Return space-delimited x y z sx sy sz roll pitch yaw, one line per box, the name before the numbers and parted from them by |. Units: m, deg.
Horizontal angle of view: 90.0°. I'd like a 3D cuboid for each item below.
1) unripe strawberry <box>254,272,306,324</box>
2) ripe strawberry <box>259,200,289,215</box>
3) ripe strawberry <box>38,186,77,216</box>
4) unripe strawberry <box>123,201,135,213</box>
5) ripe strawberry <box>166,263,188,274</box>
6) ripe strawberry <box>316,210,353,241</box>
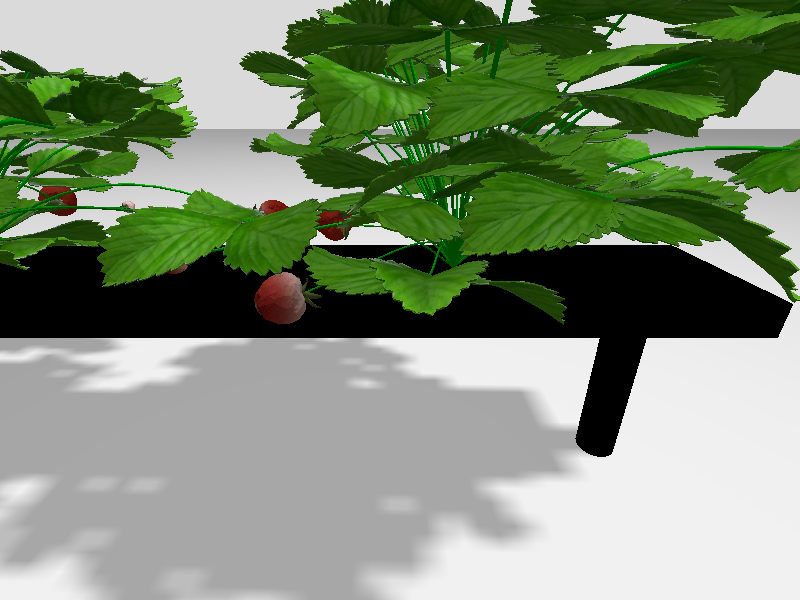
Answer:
unripe strawberry | -0.080 0.000 0.266 0.033 0.034 0.030 -20 32 -35
ripe strawberry | -0.140 -0.094 0.459 0.041 0.041 0.045 -9 27 -20
ripe strawberry | -0.478 -0.141 0.563 0.042 0.044 0.045 -8 24 -18
unripe strawberry | -0.390 -0.135 0.577 0.016 0.017 0.017 1 24 2
ripe strawberry | -0.203 -0.039 0.352 0.031 0.033 0.029 -2 25 -3
ripe strawberry | -0.075 -0.088 0.444 0.043 0.043 0.047 16 29 32
